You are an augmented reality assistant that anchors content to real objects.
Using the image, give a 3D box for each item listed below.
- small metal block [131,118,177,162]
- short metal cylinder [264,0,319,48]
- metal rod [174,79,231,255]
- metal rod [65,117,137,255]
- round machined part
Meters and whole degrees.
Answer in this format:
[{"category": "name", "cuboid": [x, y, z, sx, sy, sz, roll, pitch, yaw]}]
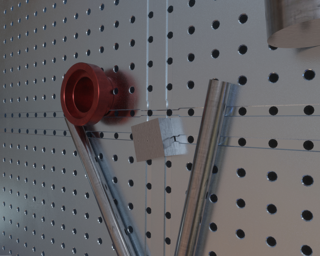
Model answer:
[{"category": "small metal block", "cuboid": [-0.009, 0.017, 0.417, 0.050, 0.025, 0.050, -17, 80, 39]}, {"category": "short metal cylinder", "cuboid": [0.132, -0.105, 0.264, 0.080, 0.081, 0.050, -5, 87, 40]}, {"category": "metal rod", "cuboid": [0.042, 0.092, 0.374, 0.025, 0.025, 0.298, 17, 101, 39]}, {"category": "metal rod", "cuboid": [-0.089, 0.105, 0.482, 0.025, 0.025, 0.299, -41, 65, 32]}, {"category": "round machined part", "cuboid": [-0.112, -0.052, 0.491, 0.098, 0.042, 0.097, 0, 90, 40]}]
